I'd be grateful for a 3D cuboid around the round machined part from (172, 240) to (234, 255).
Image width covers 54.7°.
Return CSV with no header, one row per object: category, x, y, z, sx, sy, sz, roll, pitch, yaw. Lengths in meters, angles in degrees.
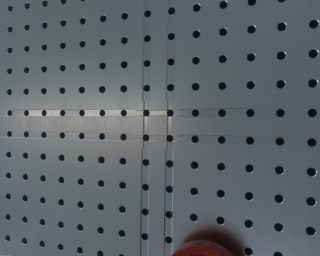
round machined part,0.056,0.187,0.384,0.098,0.042,0.097,0,90,20
